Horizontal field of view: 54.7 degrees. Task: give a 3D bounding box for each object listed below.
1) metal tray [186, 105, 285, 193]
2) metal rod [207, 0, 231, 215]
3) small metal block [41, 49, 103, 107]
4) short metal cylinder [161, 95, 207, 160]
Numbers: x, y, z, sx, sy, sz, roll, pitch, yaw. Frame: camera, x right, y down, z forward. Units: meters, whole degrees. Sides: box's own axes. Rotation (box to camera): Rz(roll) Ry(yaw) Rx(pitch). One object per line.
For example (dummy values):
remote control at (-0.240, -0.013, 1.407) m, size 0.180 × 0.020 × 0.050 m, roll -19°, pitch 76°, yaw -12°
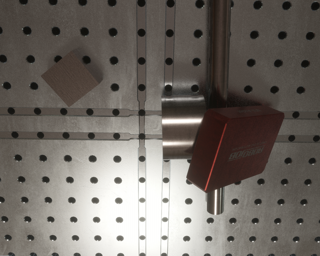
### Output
metal tray at (0.096, 0.021, 0.378) m, size 0.131 × 0.030 × 0.089 m, roll -6°, pitch 118°, yaw -43°
metal rod at (0.076, -0.018, 0.407) m, size 0.025 × 0.025 × 0.298 m, roll -2°, pitch 110°, yaw 0°
small metal block at (-0.110, -0.063, 0.389) m, size 0.050 × 0.025 × 0.050 m, roll -35°, pitch 107°, yaw 11°
short metal cylinder at (0.028, -0.001, 0.384) m, size 0.050 × 0.080 × 0.079 m, roll -1°, pitch 110°, yaw 0°
